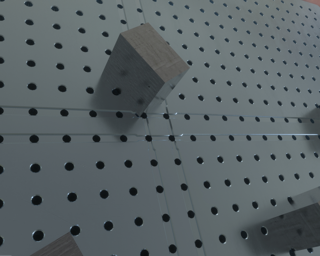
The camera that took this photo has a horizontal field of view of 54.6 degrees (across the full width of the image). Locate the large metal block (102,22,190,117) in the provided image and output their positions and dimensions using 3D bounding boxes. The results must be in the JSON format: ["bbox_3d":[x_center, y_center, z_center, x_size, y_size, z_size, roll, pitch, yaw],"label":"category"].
[{"bbox_3d":[-0.021,-0.075,0.407,0.080,0.080,0.050,49,51,6],"label":"large metal block"}]

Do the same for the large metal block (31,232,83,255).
[{"bbox_3d":[-0.095,0.146,0.252,0.081,0.050,0.080,-26,76,-37],"label":"large metal block"}]

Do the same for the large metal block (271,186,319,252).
[{"bbox_3d":[0.213,0.116,0.416,0.081,0.080,0.050,-21,73,-36],"label":"large metal block"}]
